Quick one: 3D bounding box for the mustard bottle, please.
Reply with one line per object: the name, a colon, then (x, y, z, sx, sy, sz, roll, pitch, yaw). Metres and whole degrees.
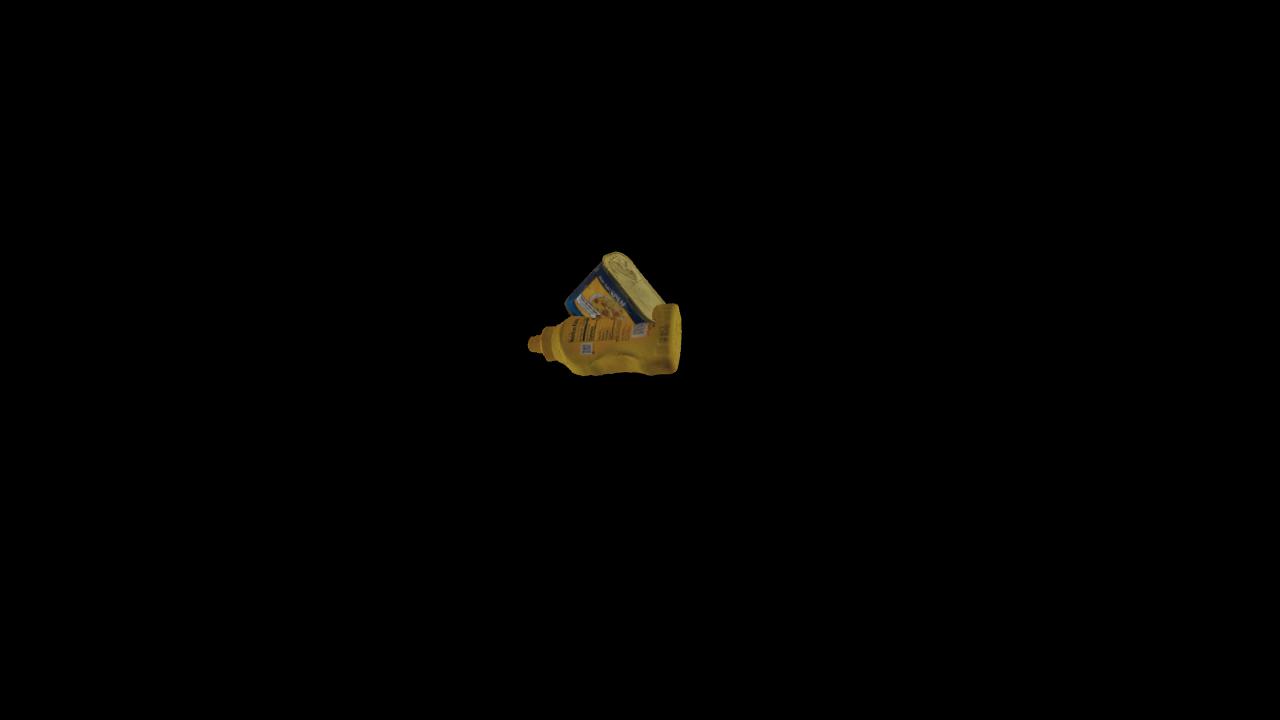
mustard bottle: (-0.045, -0.023, 0.727, 0.184, 0.092, 0.054, -3, -33, 13)

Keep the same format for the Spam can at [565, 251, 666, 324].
Spam can: (-0.029, -0.063, 0.736, 0.085, 0.101, 0.058, -42, -6, 33)
